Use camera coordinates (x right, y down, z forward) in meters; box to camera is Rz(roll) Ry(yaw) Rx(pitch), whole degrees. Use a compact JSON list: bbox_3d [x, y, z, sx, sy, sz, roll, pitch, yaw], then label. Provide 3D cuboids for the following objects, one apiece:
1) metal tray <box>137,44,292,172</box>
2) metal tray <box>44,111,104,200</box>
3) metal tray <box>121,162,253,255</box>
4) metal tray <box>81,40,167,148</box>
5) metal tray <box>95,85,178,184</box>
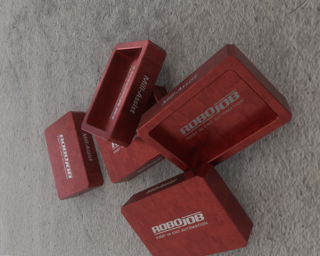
[{"bbox_3d":[0.052,-0.010,0.319,0.130,0.090,0.030,-38,23,31],"label":"metal tray"},{"bbox_3d":[-0.149,0.047,0.525,0.090,0.030,0.129,-28,73,36],"label":"metal tray"},{"bbox_3d":[0.026,0.103,0.357,0.130,0.030,0.090,-31,96,35],"label":"metal tray"},{"bbox_3d":[-0.050,-0.047,0.404,0.090,0.030,0.130,15,82,53],"label":"metal tray"},{"bbox_3d":[-0.032,0.011,0.428,0.130,0.030,0.090,-35,68,34],"label":"metal tray"}]
